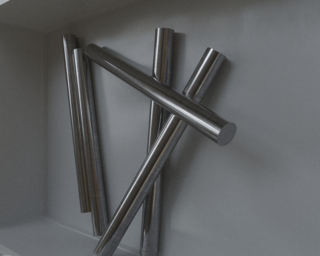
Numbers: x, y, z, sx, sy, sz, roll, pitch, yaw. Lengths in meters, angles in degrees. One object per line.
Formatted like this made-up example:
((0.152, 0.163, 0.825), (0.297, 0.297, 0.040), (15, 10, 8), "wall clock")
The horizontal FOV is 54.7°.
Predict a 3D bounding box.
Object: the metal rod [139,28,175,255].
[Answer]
((-0.004, 0.022, 0.410), (0.025, 0.025, 0.298), (7, 95, 40), "metal rod")

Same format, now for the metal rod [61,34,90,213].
((-0.137, -0.012, 0.519), (0.025, 0.025, 0.298), (-14, 81, 39), "metal rod")

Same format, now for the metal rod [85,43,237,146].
((-0.023, -0.059, 0.394), (0.300, 0.025, 0.025), (37, 113, 44), "metal rod")

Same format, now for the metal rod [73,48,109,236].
((-0.112, 0.018, 0.499), (0.025, 0.025, 0.298), (-14, 81, 39), "metal rod")

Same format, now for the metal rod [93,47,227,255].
((-0.006, 0.041, 0.383), (0.025, 0.025, 0.299), (37, 104, 34), "metal rod")
